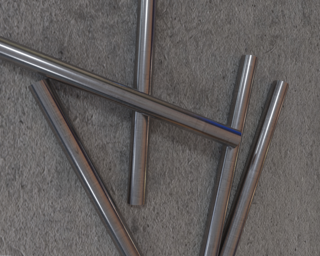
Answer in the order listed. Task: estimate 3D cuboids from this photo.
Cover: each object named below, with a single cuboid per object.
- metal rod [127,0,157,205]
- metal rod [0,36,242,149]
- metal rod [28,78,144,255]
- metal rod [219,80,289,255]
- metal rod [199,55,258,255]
[{"bbox_3d":[-0.022,-0.053,0.400,0.025,0.025,0.298,3,89,-20],"label":"metal rod"},{"bbox_3d":[-0.041,-0.038,0.370,0.302,0.025,0.025,21,83,-10],"label":"metal rod"},{"bbox_3d":[-0.076,0.081,0.381,0.025,0.025,0.299,-29,100,-18],"label":"metal rod"},{"bbox_3d":[0.135,0.071,0.458,0.025,0.025,0.299,23,82,-19],"label":"metal rod"},{"bbox_3d":[0.099,0.042,0.445,0.025,0.025,0.299,14,85,-20],"label":"metal rod"}]
